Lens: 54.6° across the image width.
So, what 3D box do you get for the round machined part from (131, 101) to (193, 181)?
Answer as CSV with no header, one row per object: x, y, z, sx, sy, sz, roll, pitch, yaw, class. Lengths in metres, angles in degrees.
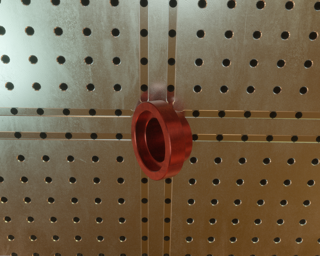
0.004,0.014,0.390,0.042,0.098,0.097,-9,114,-30,round machined part
